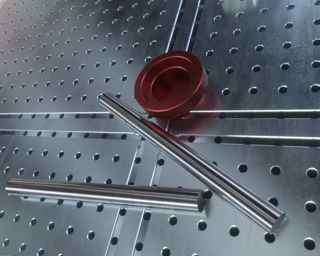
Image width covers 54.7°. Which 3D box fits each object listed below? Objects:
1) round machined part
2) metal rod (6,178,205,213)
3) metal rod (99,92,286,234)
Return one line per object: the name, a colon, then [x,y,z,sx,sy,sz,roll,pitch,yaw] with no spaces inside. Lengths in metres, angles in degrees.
round machined part: [0.018,-0.054,0.421,0.098,0.042,0.098,-13,56,21]
metal rod: [-0.089,0.084,0.403,0.300,0.025,0.025,-2,61,27]
metal rod: [0.014,0.024,0.386,0.300,0.025,0.025,35,81,38]
